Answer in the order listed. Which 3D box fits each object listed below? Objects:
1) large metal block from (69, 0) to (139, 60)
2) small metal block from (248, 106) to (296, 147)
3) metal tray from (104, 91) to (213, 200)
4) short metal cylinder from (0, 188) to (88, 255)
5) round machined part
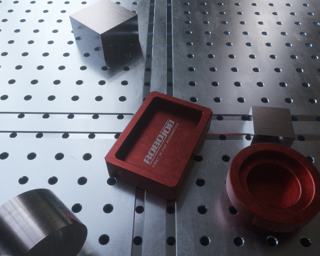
[{"bbox_3d":[-0.094,-0.173,0.536,0.080,0.050,0.080,35,58,26],"label":"large metal block"},{"bbox_3d":[0.146,-0.001,0.409,0.050,0.025,0.050,5,50,4],"label":"small metal block"},{"bbox_3d":[0.002,0.016,0.390,0.090,0.030,0.130,20,53,15],"label":"metal tray"},{"bbox_3d":[-0.115,0.103,0.284,0.050,0.080,0.080,36,59,26],"label":"short metal cylinder"},{"bbox_3d":[0.122,0.067,0.341,0.099,0.042,0.098,0,50,0],"label":"round machined part"}]
